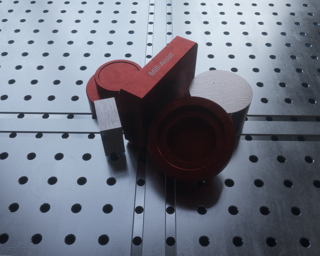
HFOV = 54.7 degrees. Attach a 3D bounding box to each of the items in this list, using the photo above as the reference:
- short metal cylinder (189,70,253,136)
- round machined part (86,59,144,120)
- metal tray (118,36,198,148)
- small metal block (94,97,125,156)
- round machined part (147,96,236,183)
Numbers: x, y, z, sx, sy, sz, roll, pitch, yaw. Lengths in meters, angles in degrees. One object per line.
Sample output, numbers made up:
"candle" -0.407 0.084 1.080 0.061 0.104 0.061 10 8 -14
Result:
"short metal cylinder" 0.078 -0.032 0.414 0.081 0.050 0.080 0 50 0
"round machined part" -0.056 -0.061 0.441 0.099 0.042 0.098 0 50 0
"metal tray" 0.002 -0.047 0.400 0.030 0.089 0.130 26 55 20
"small metal block" -0.063 -0.001 0.386 0.025 0.050 0.050 -12 51 -10
"round machined part" 0.038 0.016 0.364 0.098 0.042 0.098 -3 71 10
